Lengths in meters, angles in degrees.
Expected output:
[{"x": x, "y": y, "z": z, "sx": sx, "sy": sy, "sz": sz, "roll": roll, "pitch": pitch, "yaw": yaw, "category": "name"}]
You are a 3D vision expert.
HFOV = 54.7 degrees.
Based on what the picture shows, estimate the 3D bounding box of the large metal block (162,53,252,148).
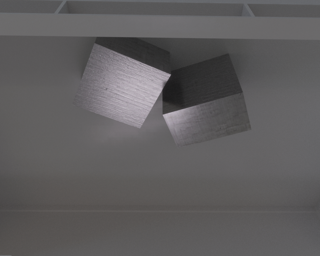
[{"x": 0.049, "y": -0.031, "z": 0.346, "sx": 0.080, "sy": 0.080, "sz": 0.050, "roll": -15, "pitch": 129, "yaw": 12, "category": "large metal block"}]

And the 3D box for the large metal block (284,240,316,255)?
[{"x": 0.287, "y": 0.284, "z": 0.620, "sx": 0.050, "sy": 0.080, "sz": 0.080, "roll": -12, "pitch": 129, "yaw": 10, "category": "large metal block"}]

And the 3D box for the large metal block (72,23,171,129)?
[{"x": -0.042, "y": -0.056, "z": 0.345, "sx": 0.080, "sy": 0.050, "sz": 0.079, "roll": 20, "pitch": 127, "yaw": -16, "category": "large metal block"}]
